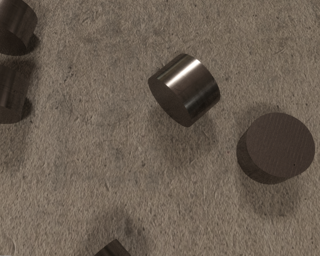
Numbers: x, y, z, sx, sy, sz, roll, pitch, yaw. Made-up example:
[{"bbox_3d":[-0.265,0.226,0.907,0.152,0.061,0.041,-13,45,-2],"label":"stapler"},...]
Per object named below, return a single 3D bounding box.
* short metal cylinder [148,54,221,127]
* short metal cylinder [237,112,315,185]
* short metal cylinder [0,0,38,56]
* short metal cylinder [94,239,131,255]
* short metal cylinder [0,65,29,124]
[{"bbox_3d":[0.030,-0.047,0.397,0.050,0.080,0.080,-41,75,-13],"label":"short metal cylinder"},{"bbox_3d":[0.142,0.027,0.387,0.081,0.050,0.080,0,70,0],"label":"short metal cylinder"},{"bbox_3d":[-0.219,-0.144,0.429,0.080,0.080,0.050,10,71,3],"label":"short metal cylinder"},{"bbox_3d":[-0.059,0.162,0.319,0.080,0.080,0.050,-42,76,-14],"label":"short metal cylinder"},{"bbox_3d":[-0.214,-0.042,0.392,0.081,0.080,0.050,3,70,1],"label":"short metal cylinder"}]
